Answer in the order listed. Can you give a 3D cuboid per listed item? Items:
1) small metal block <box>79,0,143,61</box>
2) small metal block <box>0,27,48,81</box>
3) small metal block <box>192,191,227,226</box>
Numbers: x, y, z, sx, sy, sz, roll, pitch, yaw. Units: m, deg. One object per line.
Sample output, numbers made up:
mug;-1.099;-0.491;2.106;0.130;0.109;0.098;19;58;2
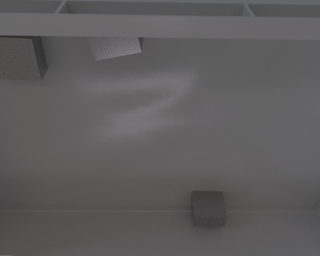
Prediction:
small metal block;-0.049;-0.102;0.321;0.050;0.025;0.050;-9;130;7
small metal block;-0.157;-0.081;0.339;0.050;0.025;0.050;2;130;-2
small metal block;0.078;0.131;0.505;0.050;0.050;0.025;1;130;-1
